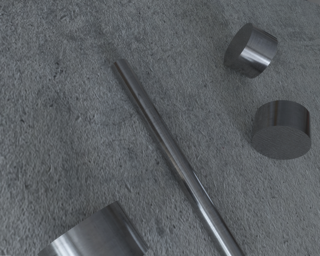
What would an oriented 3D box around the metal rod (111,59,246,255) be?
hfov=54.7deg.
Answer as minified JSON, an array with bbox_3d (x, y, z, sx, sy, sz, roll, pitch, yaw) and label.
[{"bbox_3d":[0.019,0.037,0.390,0.025,0.025,0.299,-21,73,-36],"label":"metal rod"}]

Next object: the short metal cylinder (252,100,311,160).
[{"bbox_3d":[0.182,0.004,0.464,0.080,0.080,0.050,28,52,-11],"label":"short metal cylinder"}]

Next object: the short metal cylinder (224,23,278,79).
[{"bbox_3d":[0.154,-0.132,0.532,0.050,0.080,0.080,25,53,-13],"label":"short metal cylinder"}]

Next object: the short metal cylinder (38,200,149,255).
[{"bbox_3d":[-0.057,0.108,0.272,0.081,0.080,0.050,-27,77,-37],"label":"short metal cylinder"}]
